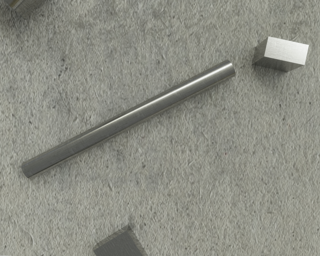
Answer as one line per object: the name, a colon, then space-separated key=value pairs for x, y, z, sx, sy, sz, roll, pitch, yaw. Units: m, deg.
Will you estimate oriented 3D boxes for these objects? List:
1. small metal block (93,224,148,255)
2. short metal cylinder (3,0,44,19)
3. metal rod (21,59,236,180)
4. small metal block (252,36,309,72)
small metal block: x=-0.051 y=0.165 z=0.409 sx=0.050 sy=0.025 sz=0.050 roll=-31 pitch=90 yaw=-1
short metal cylinder: x=-0.181 y=-0.183 z=0.380 sx=0.080 sy=0.080 sz=0.050 roll=44 pitch=90 yaw=-1
metal rod: x=-0.040 y=-0.012 z=0.409 sx=0.301 sy=0.025 sz=0.025 roll=-27 pitch=90 yaw=-1
small metal block: x=0.153 y=-0.094 z=0.400 sx=0.050 sy=0.050 sz=0.025 roll=12 pitch=90 yaw=-1
